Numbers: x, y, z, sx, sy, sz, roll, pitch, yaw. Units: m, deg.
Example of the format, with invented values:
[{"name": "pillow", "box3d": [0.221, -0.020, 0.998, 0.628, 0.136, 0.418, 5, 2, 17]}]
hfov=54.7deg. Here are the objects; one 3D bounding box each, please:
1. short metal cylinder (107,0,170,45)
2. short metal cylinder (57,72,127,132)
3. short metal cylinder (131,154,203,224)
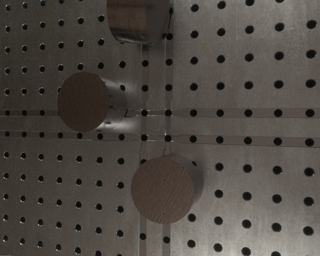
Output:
[{"name": "short metal cylinder", "box3d": [-0.025, -0.147, 0.391, 0.050, 0.080, 0.079, 9, 93, 19]}, {"name": "short metal cylinder", "box3d": [-0.093, -0.034, 0.431, 0.080, 0.050, 0.079, 0, 90, 19]}, {"name": "short metal cylinder", "box3d": [0.010, 0.075, 0.395, 0.080, 0.050, 0.079, 0, 90, 19]}]
